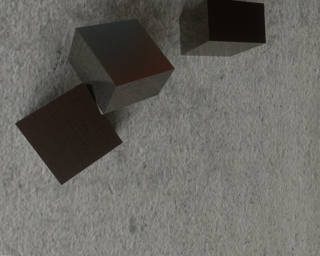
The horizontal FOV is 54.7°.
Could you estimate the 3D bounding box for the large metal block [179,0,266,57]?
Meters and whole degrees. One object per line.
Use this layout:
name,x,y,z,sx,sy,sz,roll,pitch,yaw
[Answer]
large metal block,0.080,-0.129,0.410,0.081,0.080,0.050,-4,92,-20

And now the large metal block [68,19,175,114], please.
large metal block,-0.045,-0.072,0.353,0.081,0.050,0.080,-24,72,-37

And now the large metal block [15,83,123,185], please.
large metal block,-0.103,0.005,0.357,0.080,0.050,0.080,-36,102,-15
